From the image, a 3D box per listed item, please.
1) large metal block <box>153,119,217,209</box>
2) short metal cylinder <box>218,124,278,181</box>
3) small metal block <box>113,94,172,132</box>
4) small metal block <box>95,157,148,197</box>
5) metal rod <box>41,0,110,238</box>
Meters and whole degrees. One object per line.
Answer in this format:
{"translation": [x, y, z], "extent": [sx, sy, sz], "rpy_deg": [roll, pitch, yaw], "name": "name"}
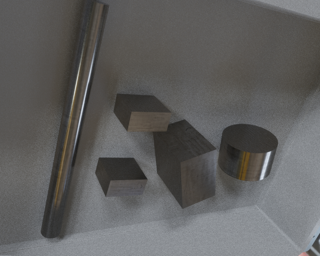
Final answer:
{"translation": [0.033, 0.047, 0.422], "extent": [0.050, 0.080, 0.079], "rpy_deg": [-18, 126, -19], "name": "large metal block"}
{"translation": [0.132, 0.035, 0.469], "extent": [0.081, 0.080, 0.050], "rpy_deg": [-12, 124, -23], "name": "short metal cylinder"}
{"translation": [-0.022, -0.019, 0.370], "extent": [0.050, 0.050, 0.025], "rpy_deg": [0, 119, -29], "name": "small metal block"}
{"translation": [-0.051, 0.063, 0.405], "extent": [0.050, 0.050, 0.025], "rpy_deg": [4, 117, -31], "name": "small metal block"}
{"translation": [-0.104, 0.008, 0.357], "extent": [0.025, 0.025, 0.298], "rpy_deg": [4, 117, -31], "name": "metal rod"}
